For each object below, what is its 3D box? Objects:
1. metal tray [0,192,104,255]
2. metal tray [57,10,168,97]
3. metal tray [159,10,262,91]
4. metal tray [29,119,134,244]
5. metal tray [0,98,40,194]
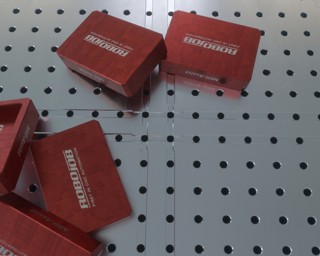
[{"bbox_3d":[-0.140,0.140,0.340,0.130,0.030,0.090,26,95,9],"label":"metal tray"},{"bbox_3d":[-0.067,-0.107,0.430,0.130,0.030,0.090,28,72,25],"label":"metal tray"},{"bbox_3d":[0.072,-0.114,0.451,0.131,0.030,0.090,15,71,5],"label":"metal tray"},{"bbox_3d":[-0.097,0.064,0.385,0.090,0.030,0.130,-21,71,-8],"label":"metal tray"},{"bbox_3d":[-0.205,0.020,0.367,0.090,0.030,0.130,-7,43,2],"label":"metal tray"}]
